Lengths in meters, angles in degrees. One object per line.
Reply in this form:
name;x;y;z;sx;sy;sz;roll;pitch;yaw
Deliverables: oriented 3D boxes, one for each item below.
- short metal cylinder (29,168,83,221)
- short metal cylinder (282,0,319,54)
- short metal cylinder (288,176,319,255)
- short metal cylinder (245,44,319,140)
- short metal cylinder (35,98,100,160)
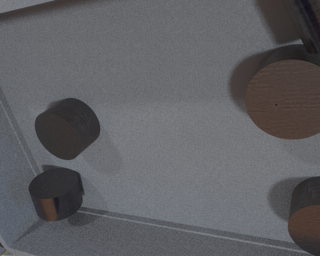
short metal cylinder;-0.179;0.114;0.538;0.080;0.080;0.050;11;123;22
short metal cylinder;0.142;-0.100;0.236;0.080;0.080;0.050;-23;106;36
short metal cylinder;0.192;0.102;0.354;0.080;0.050;0.079;13;124;21
short metal cylinder;0.129;-0.036;0.302;0.080;0.050;0.079;13;124;21
short metal cylinder;-0.138;0.001;0.466;0.080;0.050;0.079;13;124;21
